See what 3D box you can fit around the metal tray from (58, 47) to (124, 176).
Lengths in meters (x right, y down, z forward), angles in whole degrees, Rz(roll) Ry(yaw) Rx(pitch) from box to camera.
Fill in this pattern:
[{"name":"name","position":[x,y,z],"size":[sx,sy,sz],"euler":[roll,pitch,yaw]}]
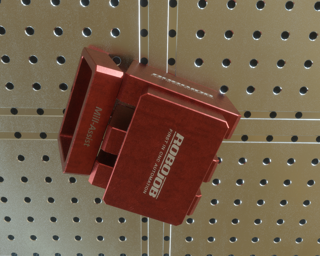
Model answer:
[{"name":"metal tray","position":[-0.087,-0.021,0.367],"size":[0.030,0.090,0.129],"euler":[12,111,-28]}]

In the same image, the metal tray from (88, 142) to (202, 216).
[{"name":"metal tray","position":[-0.017,0.057,0.399],"size":[0.131,0.090,0.030],"euler":[20,109,-8]}]

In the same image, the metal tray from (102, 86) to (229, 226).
[{"name":"metal tray","position":[0.003,0.032,0.326],"size":[0.090,0.030,0.129],"euler":[20,109,-7]}]

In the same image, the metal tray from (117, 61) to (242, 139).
[{"name":"metal tray","position":[0.021,-0.036,0.364],"size":[0.131,0.090,0.030],"euler":[20,109,-7]}]

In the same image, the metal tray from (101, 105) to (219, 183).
[{"name":"metal tray","position":[0.000,0.016,0.383],"size":[0.131,0.090,0.030],"euler":[18,108,-8]}]
